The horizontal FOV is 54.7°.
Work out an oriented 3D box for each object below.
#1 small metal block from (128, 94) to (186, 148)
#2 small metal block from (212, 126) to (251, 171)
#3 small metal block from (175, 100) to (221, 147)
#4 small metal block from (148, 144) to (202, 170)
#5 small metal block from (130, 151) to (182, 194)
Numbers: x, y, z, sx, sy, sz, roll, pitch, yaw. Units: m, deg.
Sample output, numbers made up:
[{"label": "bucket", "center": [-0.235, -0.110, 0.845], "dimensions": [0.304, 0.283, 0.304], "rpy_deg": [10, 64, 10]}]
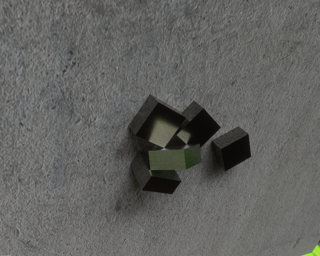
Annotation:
[{"label": "small metal block", "center": [-0.003, -0.008, 0.400], "dimensions": [0.050, 0.025, 0.050], "rpy_deg": [27, 104, -37]}, {"label": "small metal block", "center": [0.114, 0.033, 0.489], "dimensions": [0.050, 0.025, 0.050], "rpy_deg": [-27, 128, -11]}, {"label": "small metal block", "center": [0.049, -0.002, 0.432], "dimensions": [0.050, 0.025, 0.050], "rpy_deg": [-45, 129, 3]}, {"label": "small metal block", "center": [0.021, 0.037, 0.406], "dimensions": [0.050, 0.050, 0.025], "rpy_deg": [-10, 95, -60]}, {"label": "small metal block", "center": [-0.006, 0.061, 0.423], "dimensions": [0.050, 0.050, 0.025], "rpy_deg": [16, 117, -35]}]
